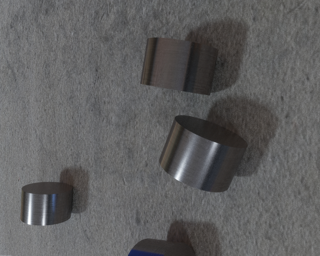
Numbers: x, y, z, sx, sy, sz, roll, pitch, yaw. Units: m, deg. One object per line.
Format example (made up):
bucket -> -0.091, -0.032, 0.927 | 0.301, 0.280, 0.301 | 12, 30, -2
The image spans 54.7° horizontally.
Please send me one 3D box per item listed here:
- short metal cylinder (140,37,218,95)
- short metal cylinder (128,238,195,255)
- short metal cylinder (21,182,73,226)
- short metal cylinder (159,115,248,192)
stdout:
short metal cylinder -> 0.021, -0.068, 0.350 | 0.080, 0.081, 0.050 | 16, 100, 38
short metal cylinder -> 0.002, 0.175, 0.366 | 0.050, 0.081, 0.080 | -10, 84, 39
short metal cylinder -> -0.191, 0.125, 0.523 | 0.080, 0.081, 0.050 | 7, 95, 39
short metal cylinder -> 0.045, 0.025, 0.330 | 0.080, 0.081, 0.050 | 31, 109, 35
